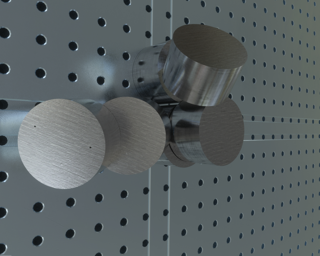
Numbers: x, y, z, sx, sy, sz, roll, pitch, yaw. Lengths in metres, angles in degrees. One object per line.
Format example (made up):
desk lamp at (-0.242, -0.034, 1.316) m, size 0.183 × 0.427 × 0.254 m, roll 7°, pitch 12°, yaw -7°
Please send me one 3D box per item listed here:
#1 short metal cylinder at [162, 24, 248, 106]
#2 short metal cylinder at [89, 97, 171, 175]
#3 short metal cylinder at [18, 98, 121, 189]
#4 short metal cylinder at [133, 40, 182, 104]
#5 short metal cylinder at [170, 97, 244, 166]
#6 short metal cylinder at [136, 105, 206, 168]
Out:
short metal cylinder at (0.047, -0.070, 0.338) m, size 0.081 × 0.080 × 0.050 m, roll -30°, pitch 152°, yaw -36°
short metal cylinder at (-0.030, 0.006, 0.338) m, size 0.050 × 0.080 × 0.079 m, roll -33°, pitch 118°, yaw -80°
short metal cylinder at (-0.083, 0.012, 0.295) m, size 0.050 × 0.080 × 0.079 m, roll -37°, pitch 122°, yaw -81°
short metal cylinder at (0.012, -0.071, 0.402) m, size 0.081 × 0.050 × 0.079 m, roll 0°, pitch 90°, yaw -40°
short metal cylinder at (0.056, 0.003, 0.372) m, size 0.081 × 0.050 × 0.079 m, roll 0°, pitch 90°, yaw -40°
short metal cylinder at (0.016, 0.009, 0.405) m, size 0.081 × 0.050 × 0.079 m, roll 0°, pitch 90°, yaw -40°
